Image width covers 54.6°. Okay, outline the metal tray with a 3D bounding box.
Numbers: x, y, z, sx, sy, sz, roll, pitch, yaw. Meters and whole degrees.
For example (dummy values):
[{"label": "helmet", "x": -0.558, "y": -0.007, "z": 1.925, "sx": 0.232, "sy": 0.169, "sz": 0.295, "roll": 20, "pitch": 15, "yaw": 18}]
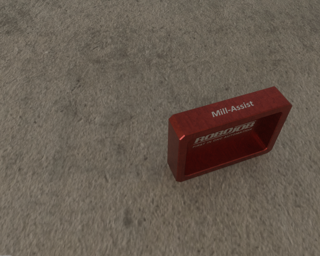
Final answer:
[{"label": "metal tray", "x": 0.075, "y": 0.009, "z": 0.354, "sx": 0.131, "sy": 0.090, "sz": 0.030, "roll": -16, "pitch": 52, "yaw": -13}]
